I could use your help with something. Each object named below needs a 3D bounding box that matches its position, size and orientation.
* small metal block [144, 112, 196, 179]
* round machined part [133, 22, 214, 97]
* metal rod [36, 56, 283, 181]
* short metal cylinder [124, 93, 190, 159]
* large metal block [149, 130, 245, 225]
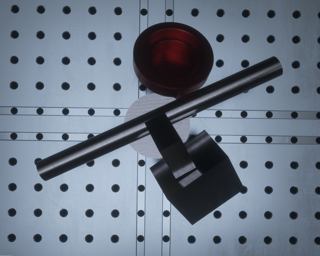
[{"bbox_3d":[0.011,0.019,0.340,0.025,0.050,0.050,-29,132,0],"label":"small metal block"},{"bbox_3d":[0.015,-0.082,0.393,0.099,0.042,0.098,2,67,-6],"label":"round machined part"},{"bbox_3d":[0.000,-0.011,0.363,0.301,0.025,0.025,-24,90,-1],"label":"metal rod"},{"bbox_3d":[-0.004,-0.003,0.400,0.081,0.050,0.079,0,90,-1],"label":"short metal cylinder"},{"bbox_3d":[0.047,0.062,0.379,0.080,0.050,0.080,-35,135,0],"label":"large metal block"}]
